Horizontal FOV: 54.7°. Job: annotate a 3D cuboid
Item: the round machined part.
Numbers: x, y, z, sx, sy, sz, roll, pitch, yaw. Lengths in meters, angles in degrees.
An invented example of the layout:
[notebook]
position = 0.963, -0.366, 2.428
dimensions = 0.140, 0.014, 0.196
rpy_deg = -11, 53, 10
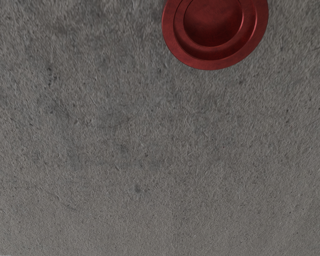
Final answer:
[round machined part]
position = 0.051, -0.110, 0.303
dimensions = 0.099, 0.042, 0.097
rpy_deg = 0, 130, 0
